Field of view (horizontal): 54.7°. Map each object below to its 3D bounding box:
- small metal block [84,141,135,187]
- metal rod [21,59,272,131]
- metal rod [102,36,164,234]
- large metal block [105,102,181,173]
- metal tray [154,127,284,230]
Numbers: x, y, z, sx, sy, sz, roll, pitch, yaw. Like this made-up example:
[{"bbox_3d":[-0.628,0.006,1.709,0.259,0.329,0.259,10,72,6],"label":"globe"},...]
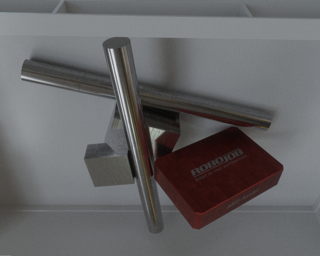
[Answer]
[{"bbox_3d":[-0.060,0.045,0.379,0.050,0.025,0.050,-5,130,3],"label":"small metal block"},{"bbox_3d":[-0.007,-0.037,0.377,0.302,0.025,0.025,11,129,-10],"label":"metal rod"},{"bbox_3d":[-0.023,0.036,0.372,0.025,0.025,0.298,-5,130,4],"label":"metal rod"},{"bbox_3d":[-0.027,0.011,0.400,0.081,0.050,0.079,14,129,-12],"label":"large metal block"},{"bbox_3d":[0.070,0.054,0.376,0.131,0.090,0.030,-21,136,-25],"label":"metal tray"}]
